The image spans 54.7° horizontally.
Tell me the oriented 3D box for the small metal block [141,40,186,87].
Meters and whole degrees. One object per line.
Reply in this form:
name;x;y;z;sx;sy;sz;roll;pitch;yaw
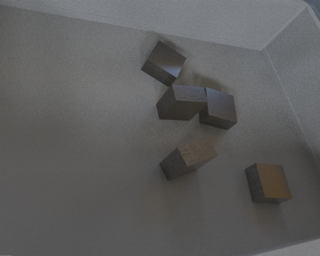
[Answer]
small metal block;0.006;-0.098;0.470;0.050;0.025;0.050;31;52;-9

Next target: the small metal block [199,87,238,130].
small metal block;0.087;-0.029;0.472;0.050;0.025;0.050;14;56;-21

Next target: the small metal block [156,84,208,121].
small metal block;0.030;-0.034;0.428;0.050;0.050;0.025;1;61;-28

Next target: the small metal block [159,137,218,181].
small metal block;0.035;0.039;0.386;0.050;0.050;0.025;-15;70;-34

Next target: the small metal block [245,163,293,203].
small metal block;0.155;0.079;0.443;0.050;0.025;0.050;8;58;-25
